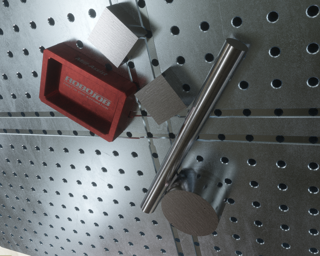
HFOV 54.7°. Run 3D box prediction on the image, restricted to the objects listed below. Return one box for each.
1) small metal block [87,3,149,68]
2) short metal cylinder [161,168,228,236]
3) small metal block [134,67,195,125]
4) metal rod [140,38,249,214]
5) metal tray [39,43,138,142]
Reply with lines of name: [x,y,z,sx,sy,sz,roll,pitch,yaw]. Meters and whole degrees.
small metal block: [-0.051,-0.110,0.370,0.050,0.025,0.050,44,129,-2]
short metal cylinder: [0.049,0.103,0.433,0.080,0.050,0.079,13,124,21]
small metal block: [0.005,-0.039,0.385,0.050,0.025,0.050,-31,101,38]
metal rod: [0.030,0.021,0.408,0.025,0.025,0.298,31,129,8]
metal tray: [-0.104,-0.048,0.432,0.130,0.030,0.089,30,128,8]
